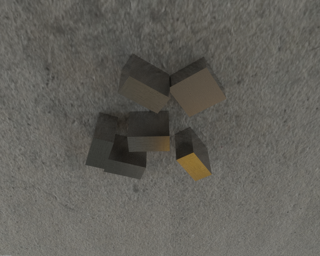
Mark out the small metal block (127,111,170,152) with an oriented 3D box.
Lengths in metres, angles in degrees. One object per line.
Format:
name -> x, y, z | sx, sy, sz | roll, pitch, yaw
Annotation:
small metal block -> -0.014, 0.003, 0.394 | 0.050, 0.050, 0.025 | -1, 130, 0

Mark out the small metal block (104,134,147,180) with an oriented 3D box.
small metal block -> -0.046, 0.038, 0.423 | 0.050, 0.050, 0.025 | 15, 129, -13

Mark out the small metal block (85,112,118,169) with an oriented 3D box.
small metal block -> -0.076, 0.016, 0.404 | 0.025, 0.050, 0.050 | 15, 128, -13

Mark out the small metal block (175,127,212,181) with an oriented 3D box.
small metal block -> 0.045, 0.035, 0.422 | 0.025, 0.050, 0.050 | -27, 126, 20

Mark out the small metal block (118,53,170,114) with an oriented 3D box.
small metal block -> -0.017, -0.050, 0.348 | 0.050, 0.050, 0.025 | 27, 125, -21

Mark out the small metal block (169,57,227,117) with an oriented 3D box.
small metal block -> 0.043, -0.048, 0.367 | 0.050, 0.025, 0.050 | -27, 126, 20
